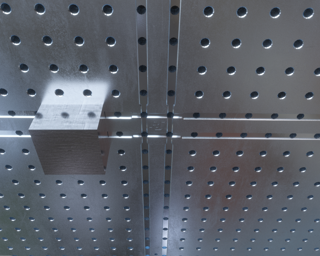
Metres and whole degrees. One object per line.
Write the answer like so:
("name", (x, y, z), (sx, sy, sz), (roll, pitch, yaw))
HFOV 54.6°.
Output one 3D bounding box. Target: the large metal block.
("large metal block", (-0.114, 0.016, 0.408), (0.080, 0.050, 0.080), (0, 130, 0))
